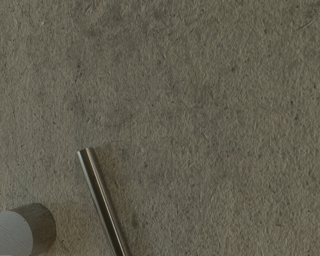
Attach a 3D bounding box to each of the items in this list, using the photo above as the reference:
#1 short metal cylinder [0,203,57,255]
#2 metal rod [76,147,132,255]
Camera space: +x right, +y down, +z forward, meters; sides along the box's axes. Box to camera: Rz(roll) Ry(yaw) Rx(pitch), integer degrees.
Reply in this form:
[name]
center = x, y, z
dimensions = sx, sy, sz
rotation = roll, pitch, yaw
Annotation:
[short metal cylinder]
center = -0.206, 0.159, 0.468
dimensions = 0.080, 0.050, 0.080
rotation = 0, 90, 20
[metal rod]
center = -0.055, 0.170, 0.428
dimensions = 0.025, 0.025, 0.299
rotation = -24, 82, 18
